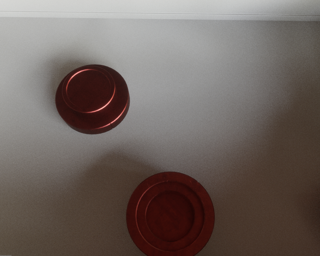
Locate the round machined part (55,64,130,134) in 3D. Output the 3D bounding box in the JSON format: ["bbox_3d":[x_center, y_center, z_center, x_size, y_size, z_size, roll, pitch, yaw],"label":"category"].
[{"bbox_3d":[-0.091,-0.044,0.416,0.099,0.042,0.098,0,70,0],"label":"round machined part"}]

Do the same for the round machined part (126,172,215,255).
[{"bbox_3d":[0.012,0.103,0.363,0.099,0.042,0.098,0,70,0],"label":"round machined part"}]
